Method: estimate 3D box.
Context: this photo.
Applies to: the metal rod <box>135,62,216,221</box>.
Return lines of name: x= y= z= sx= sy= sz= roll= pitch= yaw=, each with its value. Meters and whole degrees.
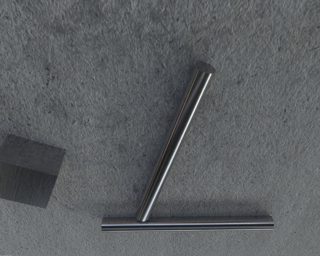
metal rod: x=0.010 y=0.041 z=0.442 sx=0.025 sy=0.025 sz=0.298 roll=12 pitch=129 yaw=-11

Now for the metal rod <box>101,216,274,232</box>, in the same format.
metal rod: x=0.049 y=0.172 z=0.554 sx=0.302 sy=0.025 sz=0.025 roll=-1 pitch=130 yaw=0

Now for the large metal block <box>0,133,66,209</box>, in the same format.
large metal block: x=-0.189 y=0.063 z=0.442 sx=0.081 sy=0.050 sz=0.079 roll=19 pitch=128 yaw=-16
